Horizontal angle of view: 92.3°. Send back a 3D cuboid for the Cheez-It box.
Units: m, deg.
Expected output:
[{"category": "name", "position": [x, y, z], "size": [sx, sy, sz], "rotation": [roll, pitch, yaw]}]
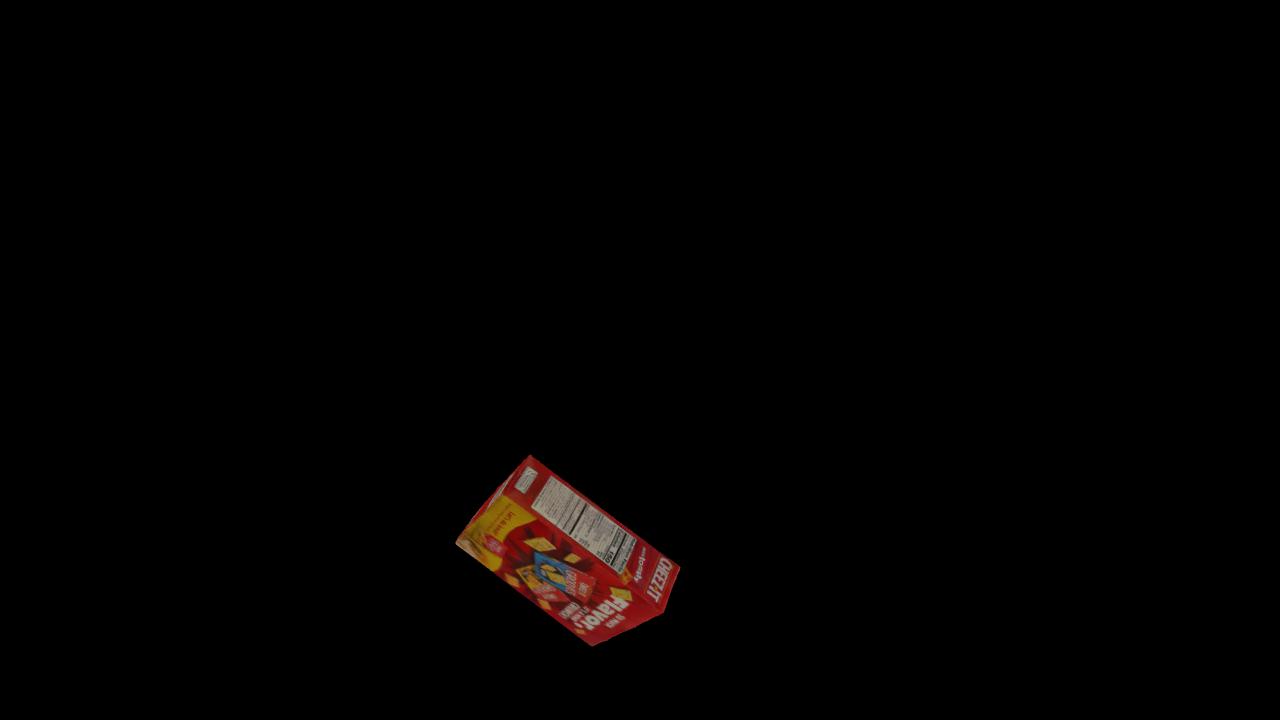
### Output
[{"category": "Cheez-It box", "position": [-0.089, 0.231, 0.724], "size": [0.166, 0.223, 0.071], "rotation": [-46, 8, 43]}]
